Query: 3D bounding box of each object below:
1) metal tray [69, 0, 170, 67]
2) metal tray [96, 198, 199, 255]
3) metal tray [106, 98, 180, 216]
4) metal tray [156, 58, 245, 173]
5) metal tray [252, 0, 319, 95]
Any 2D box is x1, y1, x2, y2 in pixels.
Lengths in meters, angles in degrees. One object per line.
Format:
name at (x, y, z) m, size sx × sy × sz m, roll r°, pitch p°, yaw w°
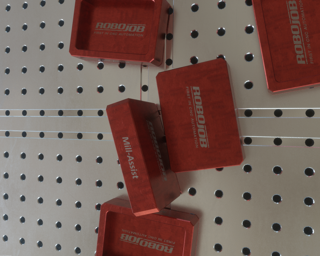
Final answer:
metal tray at (-0.058, -0.137, 0.429) m, size 0.130 × 0.030 × 0.089 m, roll 9°, pitch 93°, yaw 19°
metal tray at (-0.019, 0.152, 0.415) m, size 0.130 × 0.030 × 0.089 m, roll 7°, pitch 92°, yaw 19°
metal tray at (-0.017, 0.032, 0.383) m, size 0.030 × 0.090 × 0.129 m, roll -17°, pitch 84°, yaw 19°
metal tray at (0.051, -0.014, 0.392) m, size 0.090 × 0.030 × 0.129 m, roll -10°, pitch 87°, yaw 19°
metal tray at (0.160, -0.111, 0.353) m, size 0.090 × 0.030 × 0.129 m, roll -10°, pitch 87°, yaw 19°
